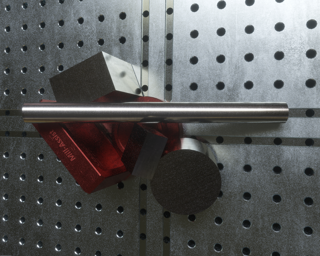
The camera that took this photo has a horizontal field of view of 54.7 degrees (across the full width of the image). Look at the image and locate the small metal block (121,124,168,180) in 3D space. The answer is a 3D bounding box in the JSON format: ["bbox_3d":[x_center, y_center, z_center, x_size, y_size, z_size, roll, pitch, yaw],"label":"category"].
[{"bbox_3d":[-0.020,0.025,0.359,0.025,0.050,0.050,19,96,-24],"label":"small metal block"}]

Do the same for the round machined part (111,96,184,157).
[{"bbox_3d":[-0.021,0.006,0.413,0.098,0.042,0.097,0,90,19],"label":"round machined part"}]

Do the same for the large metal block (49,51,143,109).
[{"bbox_3d":[-0.081,-0.053,0.409,0.080,0.080,0.050,-22,83,18],"label":"large metal block"}]

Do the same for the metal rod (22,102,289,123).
[{"bbox_3d":[-0.005,-0.018,0.363,0.302,0.025,0.025,0,90,0],"label":"metal rod"}]

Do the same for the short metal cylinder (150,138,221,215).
[{"bbox_3d":[0.031,0.057,0.375,0.080,0.050,0.079,1,102,4],"label":"short metal cylinder"}]

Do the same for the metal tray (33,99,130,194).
[{"bbox_3d":[-0.102,0.021,0.412,0.030,0.090,0.130,-45,76,14],"label":"metal tray"}]
